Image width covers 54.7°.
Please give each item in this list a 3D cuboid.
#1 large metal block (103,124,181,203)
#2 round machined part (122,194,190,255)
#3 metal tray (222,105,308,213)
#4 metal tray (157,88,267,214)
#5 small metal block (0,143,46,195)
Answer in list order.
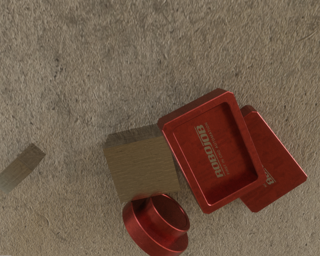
[{"bbox_3d":[-0.022,0.045,0.413,0.080,0.050,0.080,-13,110,4],"label":"large metal block"},{"bbox_3d":[0.001,0.124,0.417,0.098,0.098,0.042,37,106,-13],"label":"round machined part"},{"bbox_3d":[0.126,0.045,0.425,0.090,0.030,0.130,-38,106,13],"label":"metal tray"},{"bbox_3d":[0.065,0.029,0.375,0.090,0.030,0.129,-28,109,-4],"label":"metal tray"},{"bbox_3d":[-0.187,0.053,0.414,0.050,0.050,0.025,-40,105,13],"label":"small metal block"}]
